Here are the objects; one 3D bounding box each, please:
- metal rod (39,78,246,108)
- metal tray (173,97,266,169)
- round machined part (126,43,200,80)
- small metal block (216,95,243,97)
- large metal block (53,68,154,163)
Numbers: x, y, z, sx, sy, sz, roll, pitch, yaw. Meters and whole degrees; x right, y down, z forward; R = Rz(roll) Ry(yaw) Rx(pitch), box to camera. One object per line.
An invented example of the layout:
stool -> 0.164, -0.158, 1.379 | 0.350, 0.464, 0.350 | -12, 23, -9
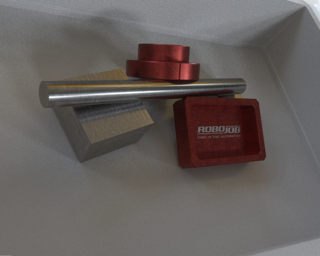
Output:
metal rod -> 0.008, -0.048, 0.381 | 0.302, 0.025, 0.025 | -8, 66, -40
metal tray -> 0.085, 0.005, 0.427 | 0.131, 0.030, 0.089 | -1, 82, -30
round machined part -> 0.005, -0.089, 0.413 | 0.099, 0.098, 0.042 | -5, 105, -31
small metal block -> 0.101, -0.048, 0.489 | 0.050, 0.025, 0.050 | -12, 68, -34
large metal block -> -0.068, -0.017, 0.361 | 0.081, 0.050, 0.080 | -20, 72, -36
